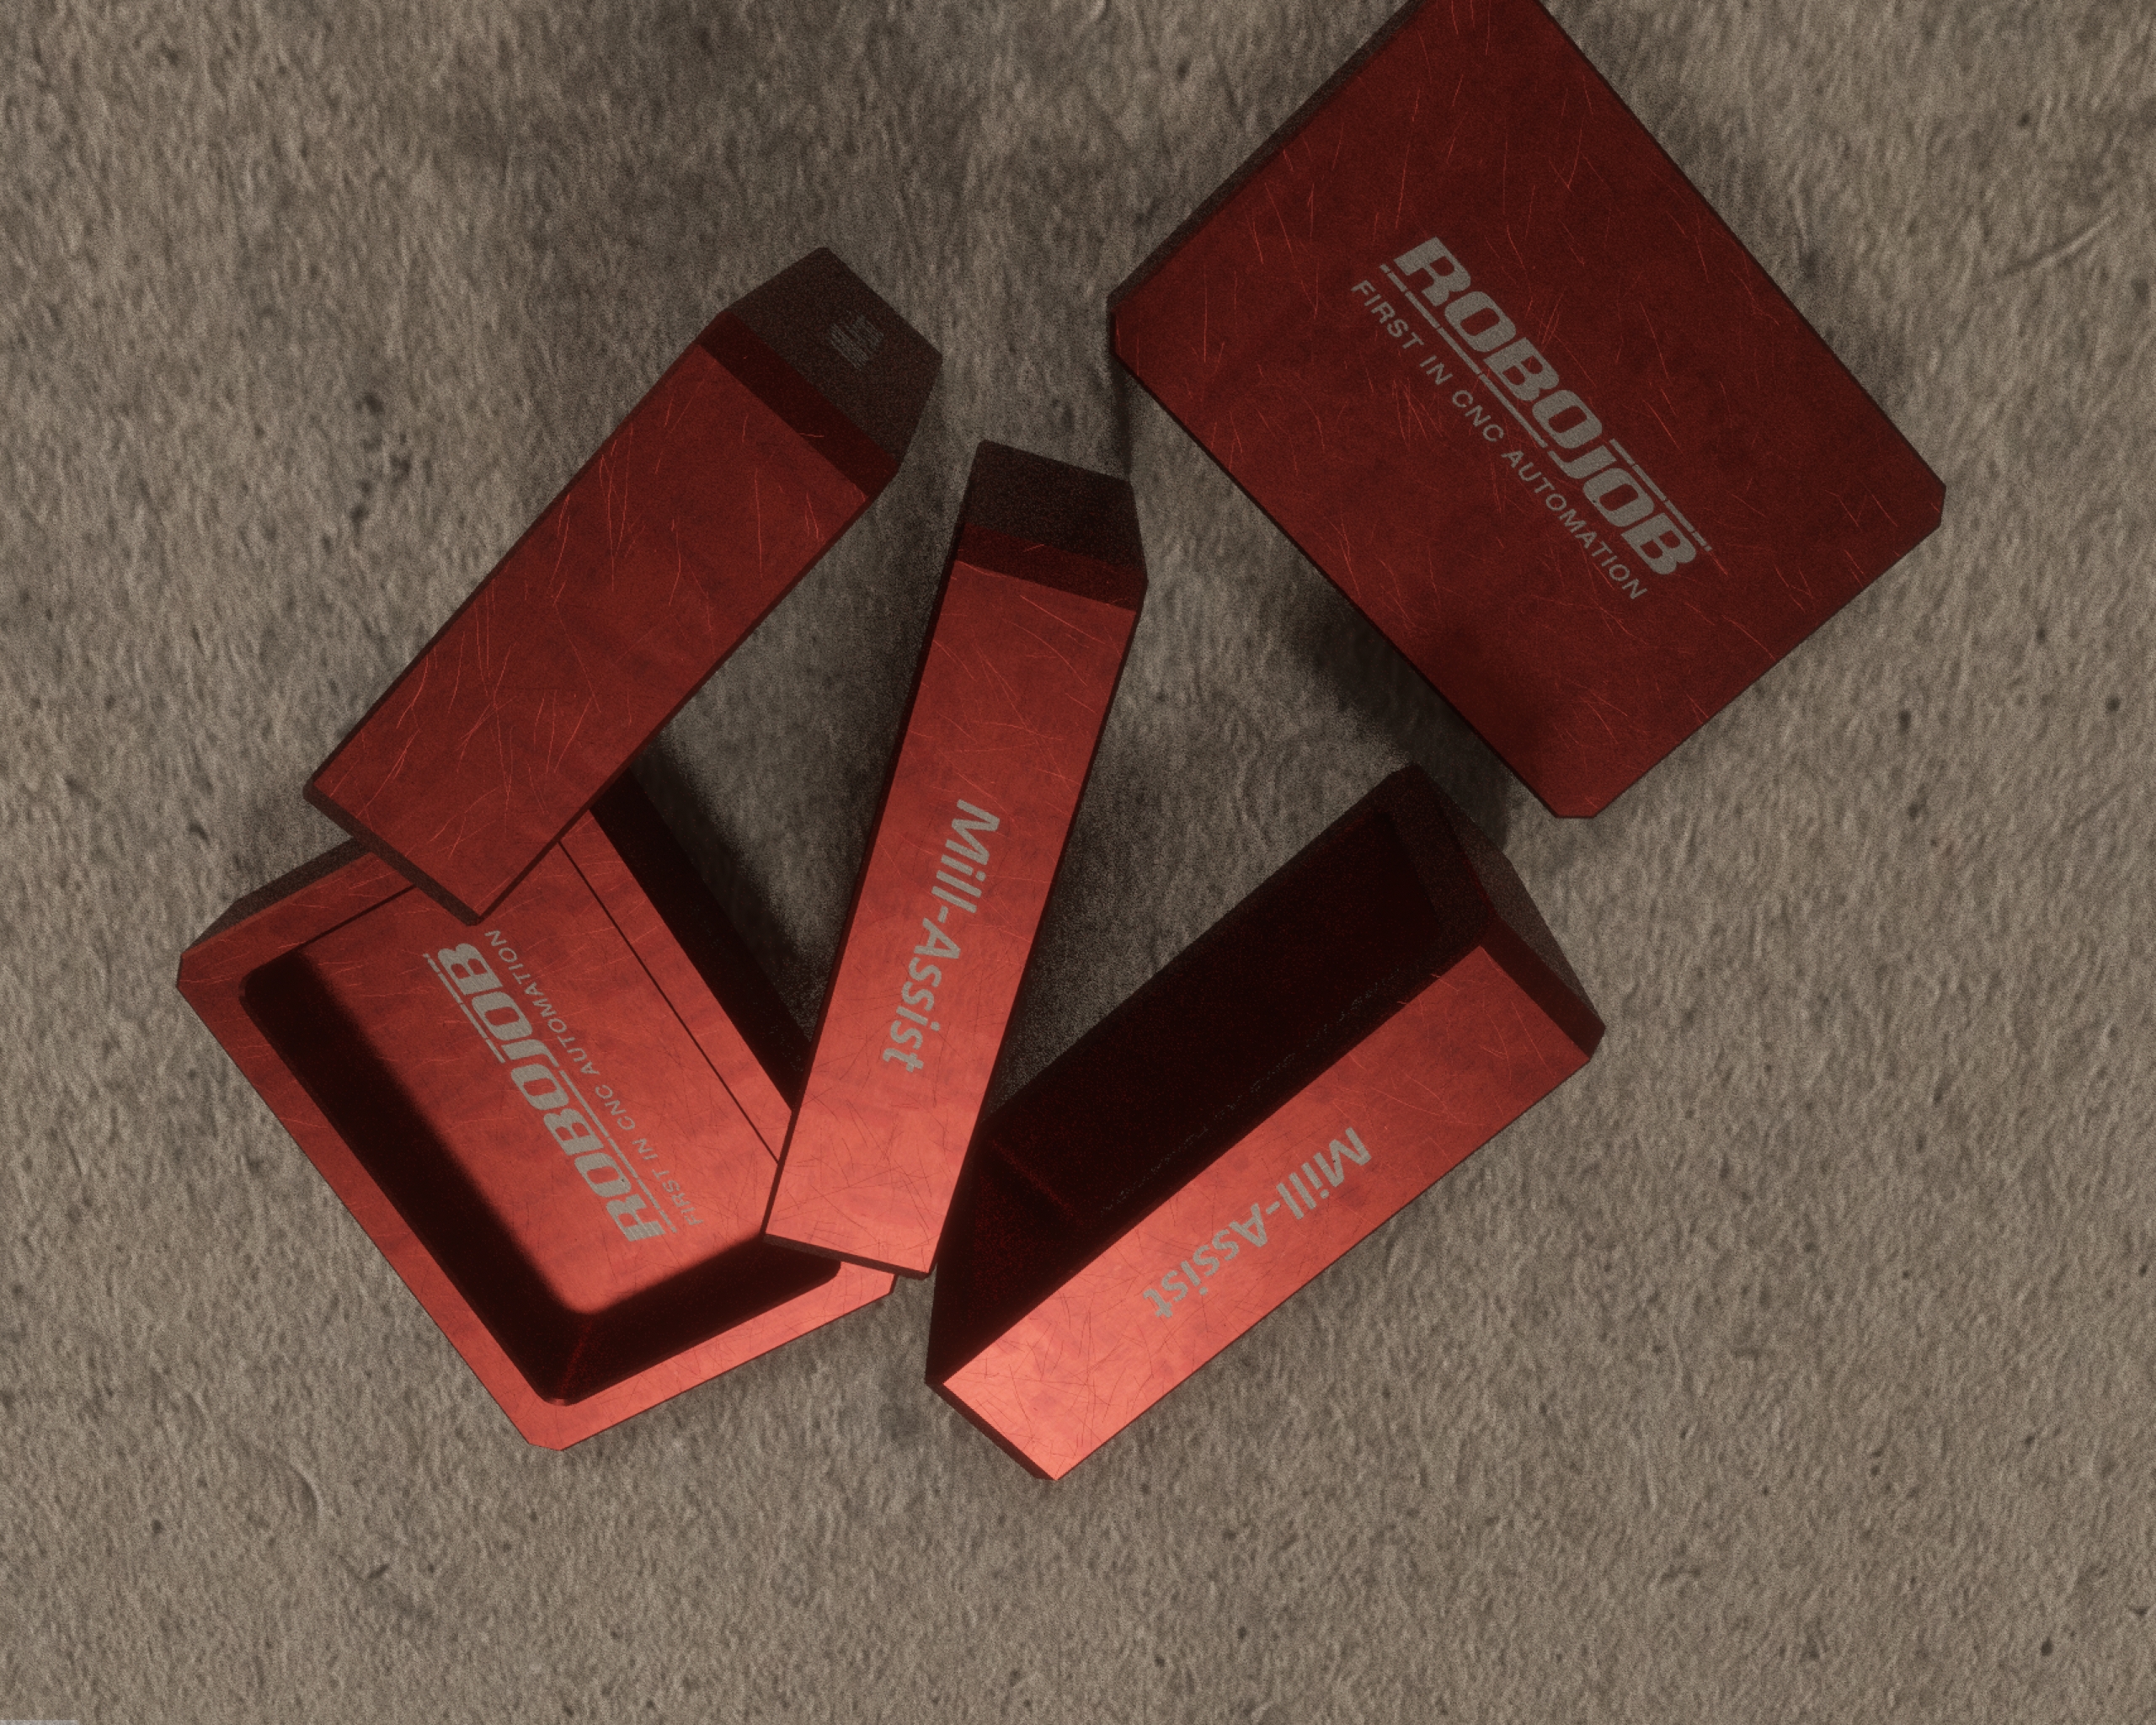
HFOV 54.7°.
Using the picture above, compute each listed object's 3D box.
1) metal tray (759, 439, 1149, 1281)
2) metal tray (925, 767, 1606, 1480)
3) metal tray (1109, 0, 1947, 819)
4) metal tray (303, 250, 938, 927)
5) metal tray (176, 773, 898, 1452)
[{"bbox_3d":[-0.022,-0.003,0.374,0.030,0.090,0.129,16,109,-6],"label":"metal tray"},{"bbox_3d":[0.030,0.046,0.393,0.130,0.090,0.030,-41,105,13],"label":"metal tray"},{"bbox_3d":[0.080,-0.082,0.379,0.090,0.030,0.130,-43,105,13],"label":"metal tray"},{"bbox_3d":[-0.066,-0.051,0.335,0.030,0.130,0.090,42,104,-14],"label":"metal tray"},{"bbox_3d":[-0.104,0.048,0.424,0.090,0.030,0.130,-27,108,9],"label":"metal tray"}]
